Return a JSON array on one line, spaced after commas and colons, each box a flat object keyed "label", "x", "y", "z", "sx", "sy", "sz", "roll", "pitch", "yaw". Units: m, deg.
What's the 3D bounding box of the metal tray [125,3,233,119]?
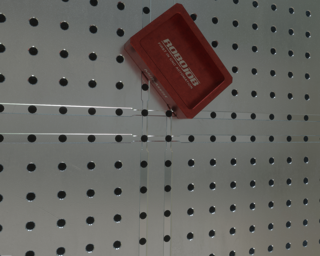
[{"label": "metal tray", "x": 0.027, "y": -0.087, "z": 0.419, "sx": 0.090, "sy": 0.030, "sz": 0.130, "roll": -42, "pitch": 103, "yaw": -15}]
